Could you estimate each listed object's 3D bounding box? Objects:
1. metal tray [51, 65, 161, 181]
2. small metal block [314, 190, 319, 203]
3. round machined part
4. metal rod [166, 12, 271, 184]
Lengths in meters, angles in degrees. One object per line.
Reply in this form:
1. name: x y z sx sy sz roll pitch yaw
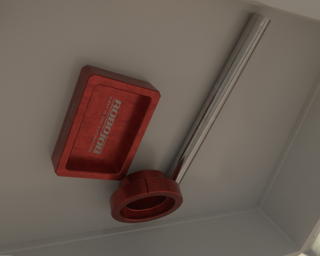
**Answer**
1. metal tray: -0.065 0.000 0.370 0.091 0.030 0.129 11 113 -34
2. small metal block: 0.403 0.158 0.734 0.050 0.025 0.050 13 112 -34
3. round machined part: -0.021 0.092 0.430 0.099 0.042 0.097 -10 144 -7
4. metal rod: 0.066 -0.014 0.437 0.025 0.025 0.298 14 111 -35
